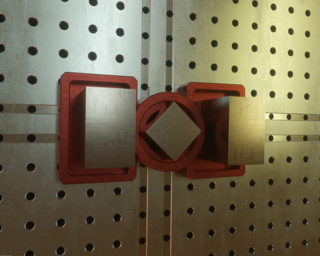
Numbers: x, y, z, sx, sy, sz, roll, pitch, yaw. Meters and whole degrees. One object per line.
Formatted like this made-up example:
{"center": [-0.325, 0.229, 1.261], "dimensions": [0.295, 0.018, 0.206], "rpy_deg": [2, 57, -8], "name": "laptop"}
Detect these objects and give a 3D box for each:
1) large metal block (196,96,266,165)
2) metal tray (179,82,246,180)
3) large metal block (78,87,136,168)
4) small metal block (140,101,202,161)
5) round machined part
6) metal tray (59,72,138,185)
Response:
{"center": [0.089, 0.003, 0.402], "dimensions": [0.050, 0.080, 0.080], "rpy_deg": [2, 90, -20], "name": "large metal block"}
{"center": [0.074, 0.003, 0.436], "dimensions": [0.091, 0.030, 0.129], "rpy_deg": [0, 90, -20], "name": "metal tray"}
{"center": [-0.062, -0.001, 0.346], "dimensions": [0.050, 0.080, 0.080], "rpy_deg": [1, 90, -20], "name": "large metal block"}
{"center": [0.013, 0.004, 0.374], "dimensions": [0.050, 0.025, 0.050], "rpy_deg": [46, 76, -14], "name": "small metal block"}
{"center": [0.004, 0.005, 0.396], "dimensions": [0.099, 0.042, 0.097], "rpy_deg": [0, 90, -20], "name": "round machined part"}
{"center": [-0.076, 0.001, 0.381], "dimensions": [0.091, 0.030, 0.129], "rpy_deg": [1, 90, -20], "name": "metal tray"}
